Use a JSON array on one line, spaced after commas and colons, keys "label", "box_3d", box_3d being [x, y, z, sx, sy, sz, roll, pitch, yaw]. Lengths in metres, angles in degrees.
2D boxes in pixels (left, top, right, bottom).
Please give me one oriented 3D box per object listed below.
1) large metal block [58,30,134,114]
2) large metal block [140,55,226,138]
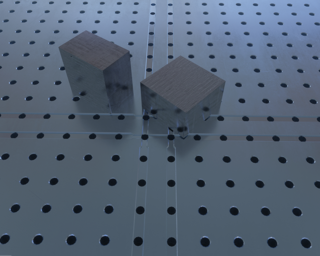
[{"label": "large metal block", "box_3d": [-0.087, -0.078, 0.438, 0.080, 0.080, 0.050, 30, 56, 23]}, {"label": "large metal block", "box_3d": [0.031, -0.046, 0.430, 0.080, 0.050, 0.080, 36, 59, 26]}]
